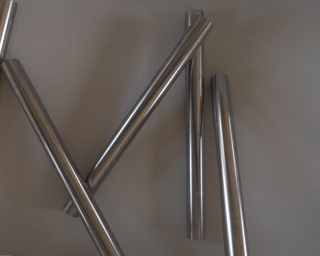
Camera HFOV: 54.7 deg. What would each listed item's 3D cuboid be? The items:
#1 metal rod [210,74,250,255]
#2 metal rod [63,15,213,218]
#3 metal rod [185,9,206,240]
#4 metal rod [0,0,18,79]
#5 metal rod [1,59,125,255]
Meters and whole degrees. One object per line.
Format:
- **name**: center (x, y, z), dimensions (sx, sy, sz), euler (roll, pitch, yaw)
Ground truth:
- **metal rod**: center (0.079, 0.069, 0.348), dimensions (0.025, 0.025, 0.299), euler (0, 64, 0)
- **metal rod**: center (-0.031, -0.011, 0.397), dimensions (0.025, 0.025, 0.299), euler (36, 95, -1)
- **metal rod**: center (0.047, -0.004, 0.412), dimensions (0.025, 0.025, 0.298), euler (0, 90, -1)
- **metal rod**: center (-0.236, -0.022, 0.408), dimensions (0.025, 0.025, 0.298), euler (13, 90, -1)
- **metal rod**: center (-0.122, 0.043, 0.387), dimensions (0.025, 0.025, 0.299), euler (-31, 82, 0)
